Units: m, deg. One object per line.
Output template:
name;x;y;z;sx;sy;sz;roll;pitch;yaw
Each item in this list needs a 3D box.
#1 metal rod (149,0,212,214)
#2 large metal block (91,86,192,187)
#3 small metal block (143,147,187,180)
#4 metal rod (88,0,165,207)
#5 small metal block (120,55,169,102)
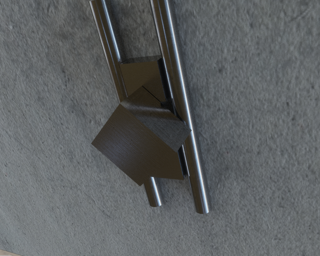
metal rod;0.030;-0.015;0.382;0.025;0.025;0.298;0;119;27
large metal block;-0.023;0.011;0.375;0.080;0.050;0.080;42;129;-1
small metal block;0.010;0.042;0.427;0.050;0.025;0.050;1;119;27
metal rod;-0.037;-0.016;0.417;0.025;0.025;0.298;0;119;27
small metal block;-0.015;-0.059;0.377;0.050;0.025;0.050;1;119;27
